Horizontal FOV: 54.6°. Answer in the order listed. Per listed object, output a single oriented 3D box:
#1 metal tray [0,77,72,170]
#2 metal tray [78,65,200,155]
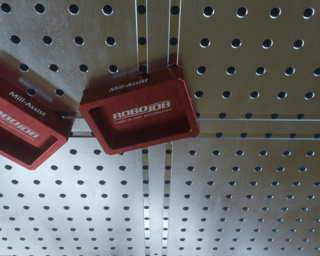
[{"bbox_3d":[-0.194,-0.006,0.401,0.090,0.030,0.130,-37,121,27],"label":"metal tray"},{"bbox_3d":[-0.023,-0.018,0.392,0.130,0.030,0.090,-14,129,11],"label":"metal tray"}]
